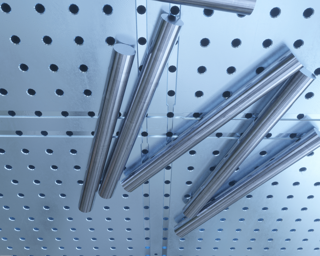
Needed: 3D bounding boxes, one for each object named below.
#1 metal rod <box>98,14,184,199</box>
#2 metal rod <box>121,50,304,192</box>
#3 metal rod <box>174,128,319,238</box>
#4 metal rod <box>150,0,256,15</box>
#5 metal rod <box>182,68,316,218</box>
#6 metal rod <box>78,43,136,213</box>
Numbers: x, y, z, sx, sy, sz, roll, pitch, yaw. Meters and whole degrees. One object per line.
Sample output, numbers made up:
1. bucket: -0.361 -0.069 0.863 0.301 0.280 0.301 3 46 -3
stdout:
1. metal rod: -0.037 -0.004 0.407 0.025 0.025 0.298 15 129 -13
2. metal rod: 0.051 0.006 0.416 0.025 0.025 0.299 35 122 -26
3. metal rod: 0.127 0.100 0.497 0.025 0.025 0.299 30 124 -23
4. metal rod: -0.058 -0.141 0.290 0.302 0.025 0.025 6 130 -6
5. metal rod: 0.110 0.040 0.446 0.025 0.025 0.298 18 128 -15
6. metal rod: -0.082 0.023 0.430 0.025 0.025 0.298 13 129 -11
